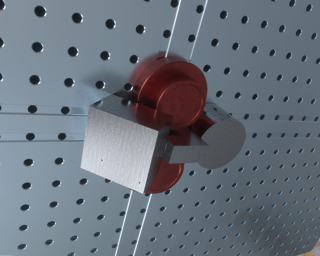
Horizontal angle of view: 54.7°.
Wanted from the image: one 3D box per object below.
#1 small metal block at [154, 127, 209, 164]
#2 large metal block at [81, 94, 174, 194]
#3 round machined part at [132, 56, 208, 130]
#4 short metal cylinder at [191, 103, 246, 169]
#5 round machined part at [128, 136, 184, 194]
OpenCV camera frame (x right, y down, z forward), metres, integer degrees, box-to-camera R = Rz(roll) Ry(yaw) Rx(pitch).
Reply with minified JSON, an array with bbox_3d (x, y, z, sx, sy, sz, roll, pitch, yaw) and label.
[{"bbox_3d":[0.025,0.020,0.392,0.050,0.050,0.025,1,118,-29],"label":"small metal block"},{"bbox_3d":[-0.038,0.016,0.357,0.050,0.080,0.079,-46,153,-61],"label":"large metal block"},{"bbox_3d":[0.018,-0.036,0.388,0.099,0.042,0.097,-14,124,-21],"label":"round machined part"},{"bbox_3d":[0.073,0.011,0.440,0.081,0.050,0.079,-14,124,-21],"label":"short metal cylinder"},{"bbox_3d":[-0.006,0.052,0.429,0.099,0.042,0.097,-14,124,-21],"label":"round machined part"}]
